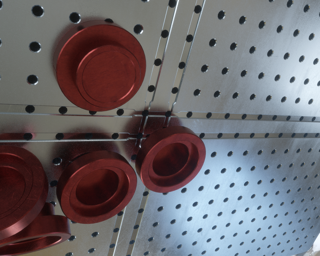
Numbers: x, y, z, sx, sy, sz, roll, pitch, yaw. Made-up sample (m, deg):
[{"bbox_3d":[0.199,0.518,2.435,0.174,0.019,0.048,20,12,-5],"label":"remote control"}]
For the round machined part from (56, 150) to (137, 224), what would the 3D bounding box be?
[{"bbox_3d":[-0.083,0.070,0.397,0.099,0.042,0.097,-16,123,-25],"label":"round machined part"}]

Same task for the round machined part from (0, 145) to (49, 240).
[{"bbox_3d":[-0.167,0.069,0.321,0.099,0.098,0.042,-18,146,-18],"label":"round machined part"}]

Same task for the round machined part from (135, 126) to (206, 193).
[{"bbox_3d":[0.011,0.039,0.432,0.099,0.042,0.097,-14,125,-21],"label":"round machined part"}]

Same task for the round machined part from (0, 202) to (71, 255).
[{"bbox_3d":[-0.160,0.120,0.369,0.099,0.042,0.098,-15,155,-7],"label":"round machined part"}]

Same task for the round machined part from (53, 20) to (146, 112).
[{"bbox_3d":[-0.060,-0.061,0.331,0.099,0.042,0.097,-14,125,-21],"label":"round machined part"}]
